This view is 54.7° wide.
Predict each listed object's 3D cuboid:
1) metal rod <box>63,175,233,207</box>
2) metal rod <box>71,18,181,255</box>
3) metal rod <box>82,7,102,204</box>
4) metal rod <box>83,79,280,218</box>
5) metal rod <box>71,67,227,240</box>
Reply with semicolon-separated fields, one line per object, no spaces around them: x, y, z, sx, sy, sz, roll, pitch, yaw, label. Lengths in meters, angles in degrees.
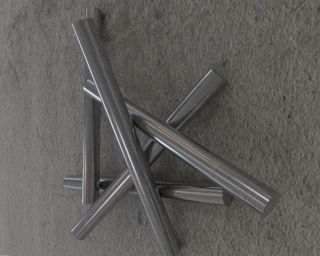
-0.040;0.084;0.438;0.300;0.025;0.025;-5;87;40;metal rod
-0.035;0.021;0.368;0.025;0.025;0.298;-11;103;39;metal rod
-0.103;-0.038;0.472;0.025;0.025;0.298;-7;80;40;metal rod
-0.003;0.003;0.358;0.300;0.025;0.025;33;111;39;metal rod
-0.025;0.046;0.400;0.299;0.025;0.025;-49;61;20;metal rod
